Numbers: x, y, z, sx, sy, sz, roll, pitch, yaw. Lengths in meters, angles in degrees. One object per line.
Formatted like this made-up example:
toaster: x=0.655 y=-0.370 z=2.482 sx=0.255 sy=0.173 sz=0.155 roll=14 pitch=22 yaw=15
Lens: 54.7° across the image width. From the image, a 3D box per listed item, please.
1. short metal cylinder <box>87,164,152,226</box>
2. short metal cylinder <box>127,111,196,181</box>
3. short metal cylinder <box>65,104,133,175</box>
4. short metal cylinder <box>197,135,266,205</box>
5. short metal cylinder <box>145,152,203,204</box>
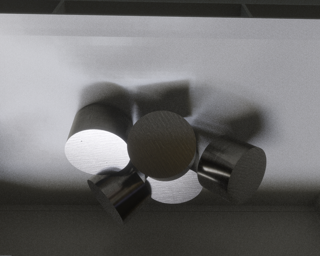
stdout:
short metal cylinder: x=-0.057 y=0.090 z=0.438 sx=0.050 sy=0.080 sz=0.080 roll=-37 pitch=135 yaw=-25
short metal cylinder: x=0.004 y=0.024 z=0.382 sx=0.080 sy=0.080 sz=0.050 roll=-6 pitch=166 yaw=4
short metal cylinder: x=-0.077 y=0.016 z=0.402 sx=0.081 sy=0.050 sz=0.079 roll=0 pitch=130 yaw=0
short metal cylinder: x=0.096 y=0.055 z=0.412 sx=0.081 sy=0.050 sz=0.079 roll=-17 pitch=118 yaw=-36
short metal cylinder: x=0.019 y=0.064 z=0.446 sx=0.081 sy=0.050 sz=0.079 roll=0 pitch=130 yaw=0
